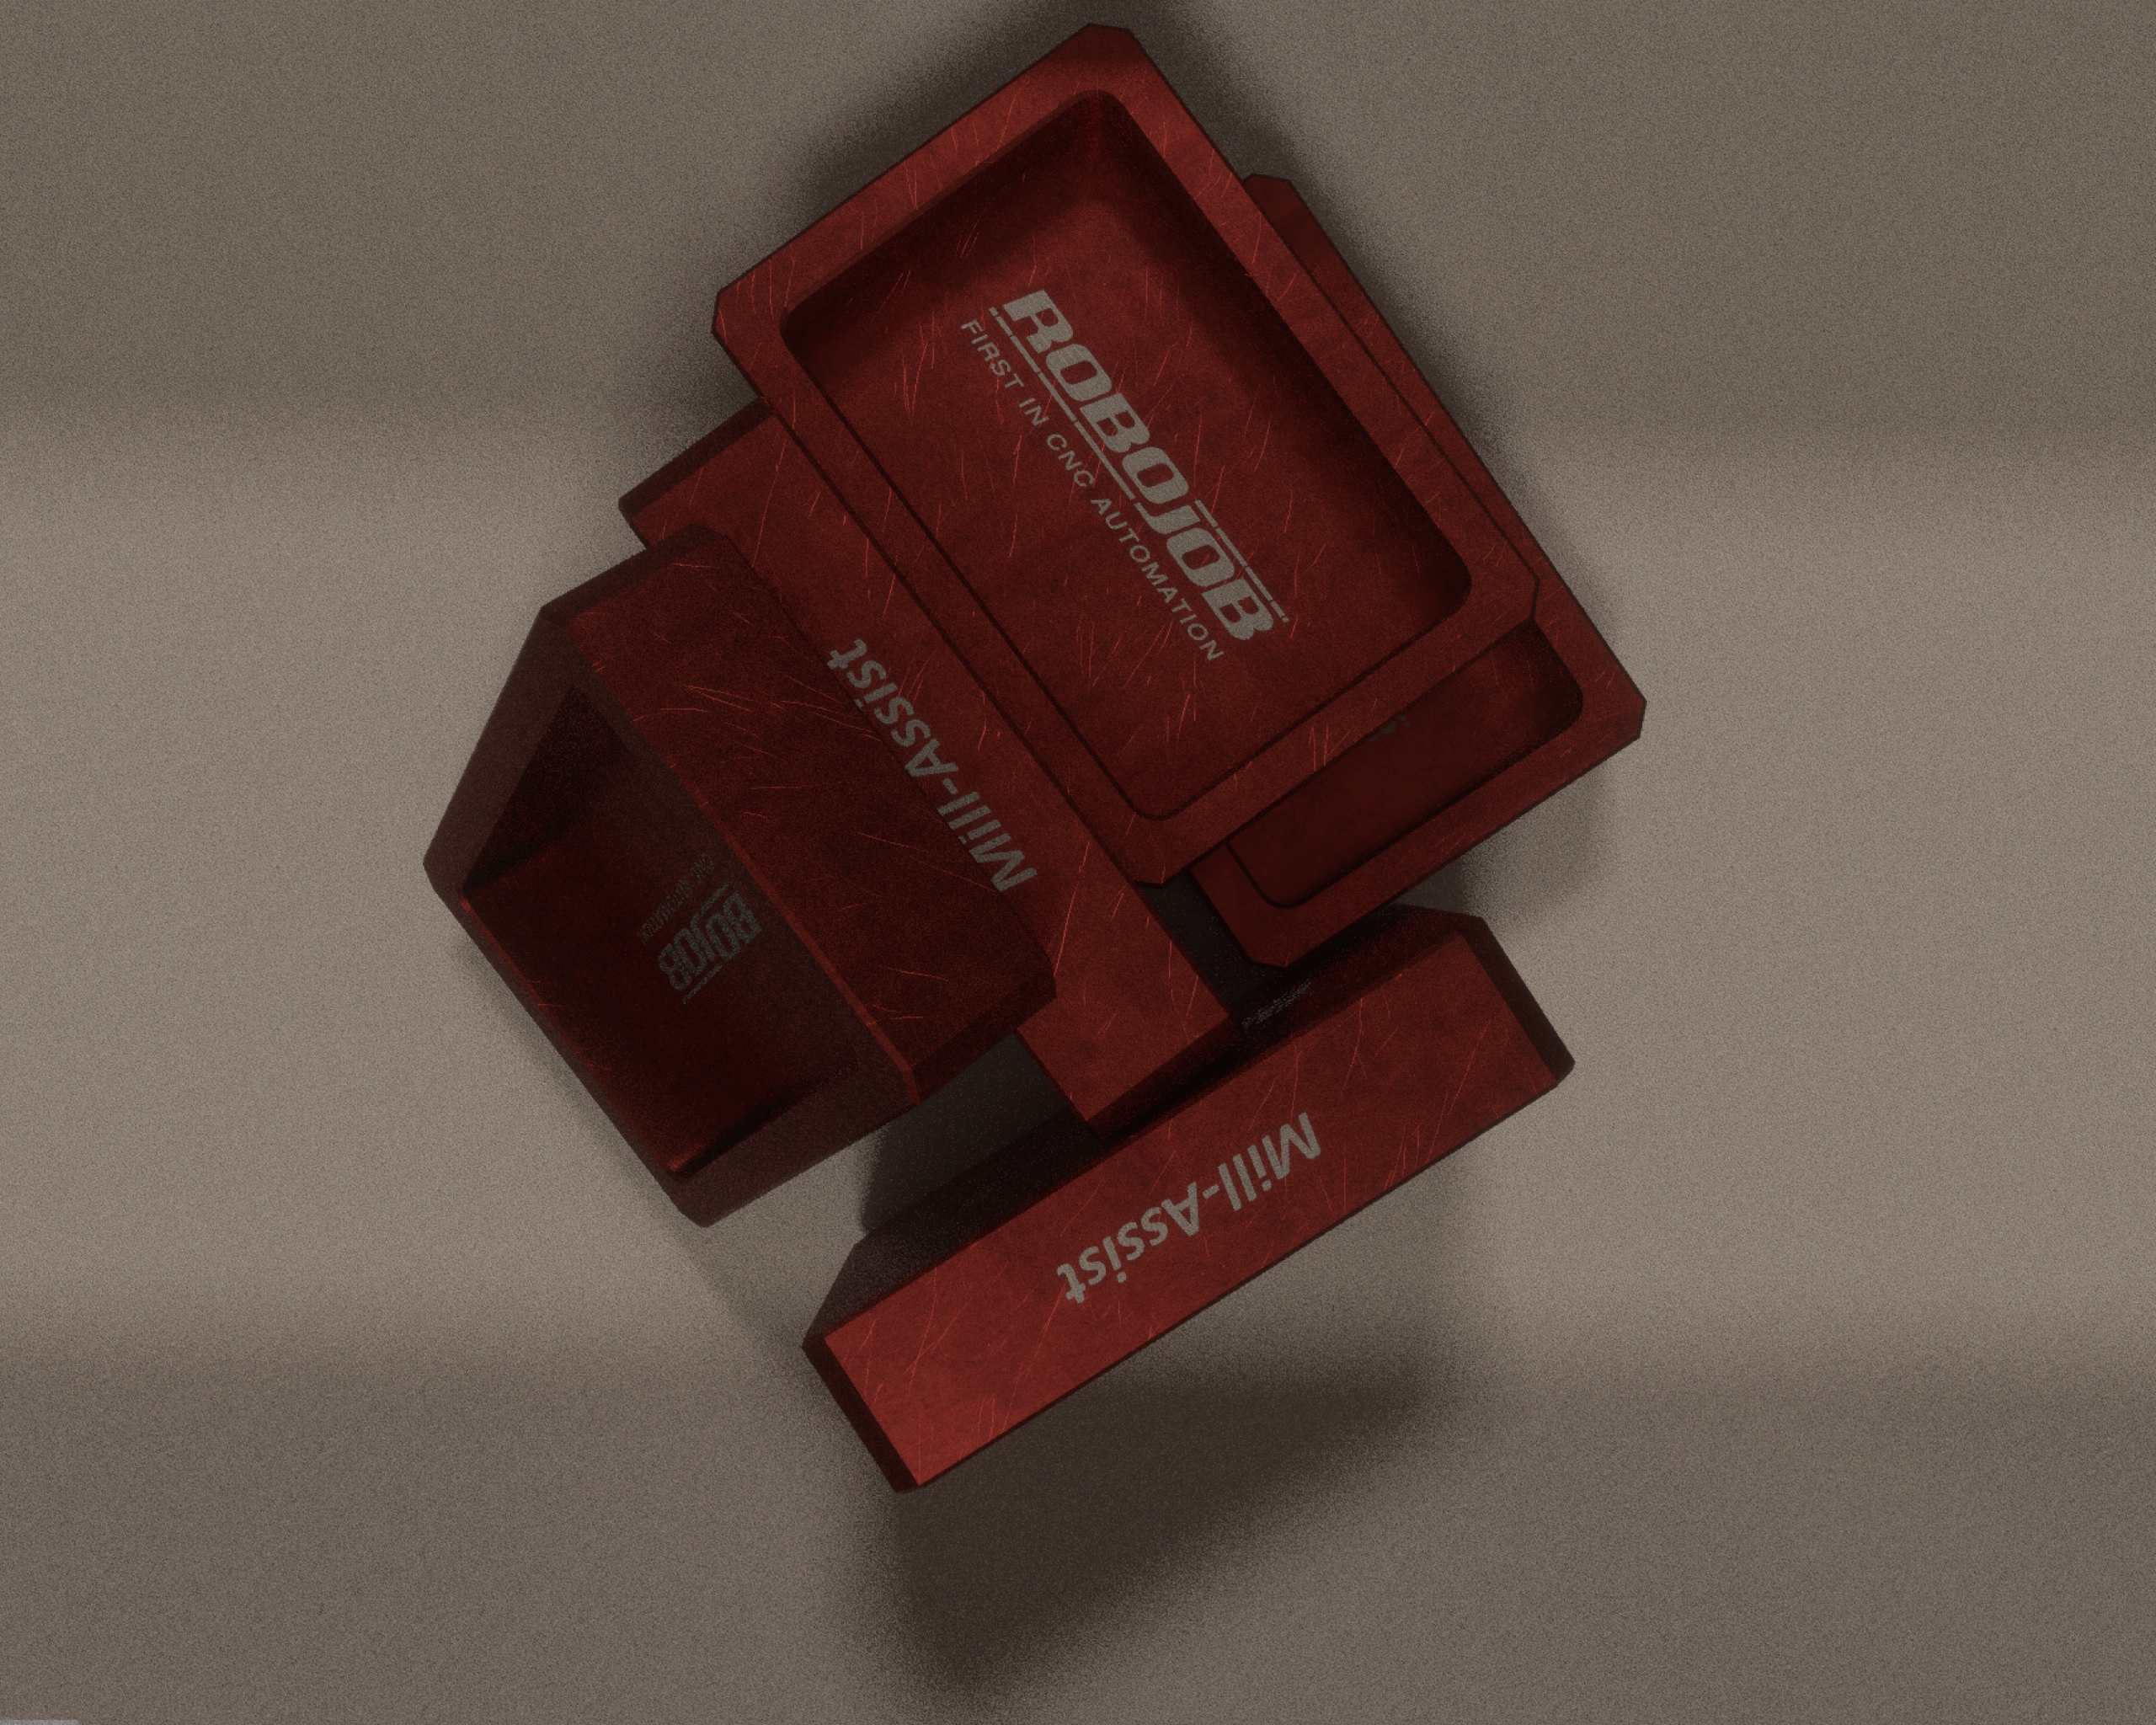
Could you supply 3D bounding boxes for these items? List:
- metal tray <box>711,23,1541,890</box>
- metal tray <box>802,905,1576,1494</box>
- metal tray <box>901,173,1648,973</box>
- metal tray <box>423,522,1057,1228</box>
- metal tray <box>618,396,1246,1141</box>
[{"bbox_3d":[0.008,-0.071,0.377,0.090,0.030,0.130,-36,90,0],"label":"metal tray"},{"bbox_3d":[0.018,0.055,0.378,0.130,0.090,0.030,-32,90,0],"label":"metal tray"},{"bbox_3d":[0.037,-0.055,0.409,0.090,0.030,0.130,-34,89,1],"label":"metal tray"},{"bbox_3d":[-0.065,0.010,0.358,0.030,0.129,0.090,-37,91,-31],"label":"metal tray"},{"bbox_3d":[-0.024,-0.015,0.376,0.030,0.090,0.130,-37,90,0],"label":"metal tray"}]
